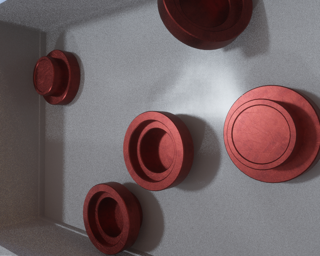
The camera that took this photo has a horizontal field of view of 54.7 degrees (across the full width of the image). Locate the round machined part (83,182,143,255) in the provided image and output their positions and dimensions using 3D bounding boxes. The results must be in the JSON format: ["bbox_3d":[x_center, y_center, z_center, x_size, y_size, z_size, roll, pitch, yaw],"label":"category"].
[{"bbox_3d":[-0.064,0.126,0.446,0.098,0.042,0.097,0,90,39],"label":"round machined part"}]

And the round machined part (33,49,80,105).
[{"bbox_3d":[-0.188,-0.090,0.547,0.098,0.042,0.097,0,90,39],"label":"round machined part"}]

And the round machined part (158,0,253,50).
[{"bbox_3d":[0.045,-0.129,0.334,0.042,0.099,0.097,139,121,-72],"label":"round machined part"}]

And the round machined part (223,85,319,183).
[{"bbox_3d":[0.106,0.006,0.307,0.098,0.042,0.097,0,90,39],"label":"round machined part"}]

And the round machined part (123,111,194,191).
[{"bbox_3d":[0.002,0.028,0.392,0.098,0.042,0.097,0,90,39],"label":"round machined part"}]
